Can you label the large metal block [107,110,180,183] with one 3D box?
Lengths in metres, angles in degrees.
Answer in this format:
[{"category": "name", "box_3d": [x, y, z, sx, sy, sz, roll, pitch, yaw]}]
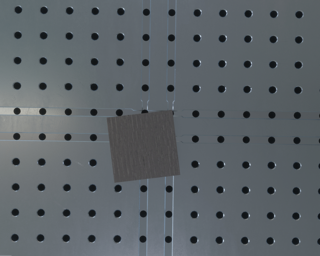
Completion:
[{"category": "large metal block", "box_3d": [-0.020, 0.022, 0.401, 0.080, 0.050, 0.080, -7, 90, 0]}]
